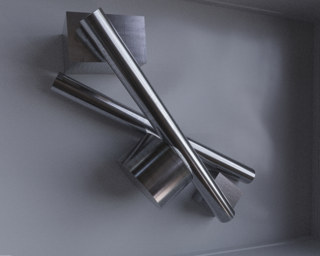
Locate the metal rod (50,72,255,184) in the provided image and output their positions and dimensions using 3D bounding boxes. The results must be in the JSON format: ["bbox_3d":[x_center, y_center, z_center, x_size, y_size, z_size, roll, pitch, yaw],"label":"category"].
[{"bbox_3d":[0.004,0.008,0.412,0.301,0.025,0.025,26,81,-19],"label":"metal rod"}]

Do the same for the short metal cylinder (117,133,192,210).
[{"bbox_3d":[-0.007,0.053,0.377,0.050,0.080,0.080,-42,104,-15],"label":"short metal cylinder"}]

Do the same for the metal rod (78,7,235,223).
[{"bbox_3d":[0.012,0.005,0.352,0.025,0.025,0.299,-42,116,-15],"label":"metal rod"}]

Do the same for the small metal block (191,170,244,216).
[{"bbox_3d":[0.082,0.096,0.441,0.050,0.025,0.050,40,77,-16],"label":"small metal block"}]

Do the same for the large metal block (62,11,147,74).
[{"bbox_3d":[-0.067,-0.093,0.356,0.081,0.080,0.050,-4,92,-20],"label":"large metal block"}]
